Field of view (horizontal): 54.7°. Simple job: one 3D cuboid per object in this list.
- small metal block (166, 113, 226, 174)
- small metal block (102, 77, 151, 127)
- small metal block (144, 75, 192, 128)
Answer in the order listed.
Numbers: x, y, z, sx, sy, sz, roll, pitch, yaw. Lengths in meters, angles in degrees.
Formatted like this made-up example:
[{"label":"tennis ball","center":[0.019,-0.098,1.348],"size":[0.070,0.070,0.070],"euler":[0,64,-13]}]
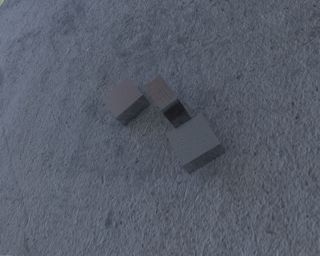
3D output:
[{"label":"small metal block","center":[0.043,0.018,0.370],"size":[0.050,0.025,0.050],"euler":[-32,52,7]},{"label":"small metal block","center":[-0.050,-0.039,0.454],"size":[0.050,0.025,0.050],"euler":[-41,51,0]},{"label":"small metal block","center":[0.011,-0.033,0.402],"size":[0.025,0.050,0.050],"euler":[-36,51,5]}]
